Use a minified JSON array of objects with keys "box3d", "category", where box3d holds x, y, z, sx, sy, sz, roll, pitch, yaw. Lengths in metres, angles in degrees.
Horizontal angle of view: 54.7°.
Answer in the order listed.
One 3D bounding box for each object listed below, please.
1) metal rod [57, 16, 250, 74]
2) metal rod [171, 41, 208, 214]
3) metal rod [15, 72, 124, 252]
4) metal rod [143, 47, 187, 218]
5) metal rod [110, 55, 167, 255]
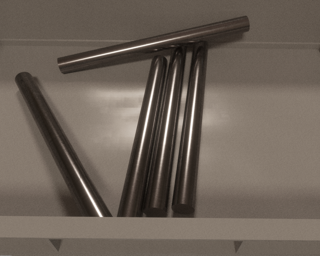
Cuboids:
[{"box3d":[-0.009,-0.132,0.488,0.302,0.025,0.025,-13,51,-1],"category":"metal rod"},{"box3d":[0.047,-0.026,0.427,0.025,0.025,0.300,7,50,5],"category":"metal rod"},{"box3d":[-0.124,0.016,0.374,0.025,0.025,0.300,-26,50,-20],"category":"metal rod"},{"box3d":[0.014,-0.024,0.425,0.025,0.025,0.300,6,50,4],"category":"metal rod"},{"box3d":[-0.019,0.008,0.398,0.025,0.025,0.300,6,50,4],"category":"metal rod"}]
